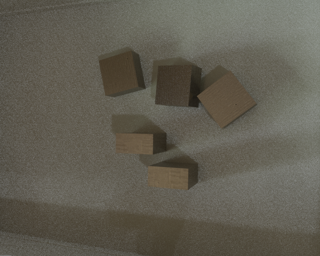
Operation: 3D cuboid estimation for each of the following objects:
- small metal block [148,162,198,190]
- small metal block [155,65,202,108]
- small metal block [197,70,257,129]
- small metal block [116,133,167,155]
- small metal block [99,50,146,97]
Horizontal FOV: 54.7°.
[{"bbox_3d":[0.018,0.059,0.391,0.050,0.050,0.025,1,91,20],"label":"small metal block"},{"bbox_3d":[0.023,-0.053,0.396,0.050,0.025,0.050,6,92,35],"label":"small metal block"},{"bbox_3d":[0.083,-0.034,0.381,0.050,0.025,0.050,-38,78,15],"label":"small metal block"},{"bbox_3d":[-0.023,0.019,0.405,0.050,0.050,0.025,1,91,20],"label":"small metal block"},{"bbox_3d":[-0.052,-0.074,0.429,0.050,0.025,0.050,-12,86,19],"label":"small metal block"}]
